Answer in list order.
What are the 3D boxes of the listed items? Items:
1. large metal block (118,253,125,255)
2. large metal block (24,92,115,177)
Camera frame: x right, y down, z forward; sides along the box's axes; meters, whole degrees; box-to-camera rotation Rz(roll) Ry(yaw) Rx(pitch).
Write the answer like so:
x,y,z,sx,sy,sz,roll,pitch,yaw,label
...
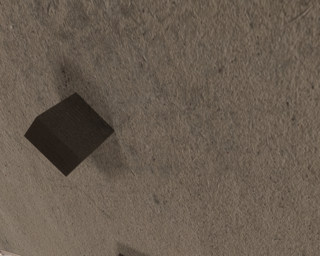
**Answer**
x,y,z,sx,sy,sz,roll,pitch,yaw,label
-0.057,0.307,0.608,0.080,0.050,0.079,17,125,18,large metal block
-0.126,0.008,0.440,0.080,0.080,0.050,46,129,-4,large metal block
